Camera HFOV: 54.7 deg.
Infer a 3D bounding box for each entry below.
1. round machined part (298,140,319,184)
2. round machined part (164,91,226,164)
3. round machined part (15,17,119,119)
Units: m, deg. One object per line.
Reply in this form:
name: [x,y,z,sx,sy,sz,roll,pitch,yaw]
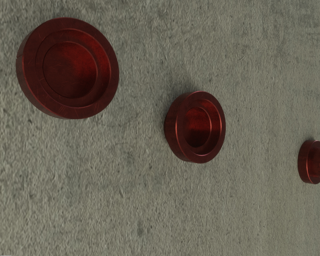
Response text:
round machined part: [0.349,0.076,0.686,0.099,0.042,0.097,0,90,-40]
round machined part: [0.044,-0.001,0.430,0.099,0.042,0.097,0,90,-40]
round machined part: [-0.094,-0.057,0.314,0.099,0.042,0.097,0,90,-40]
